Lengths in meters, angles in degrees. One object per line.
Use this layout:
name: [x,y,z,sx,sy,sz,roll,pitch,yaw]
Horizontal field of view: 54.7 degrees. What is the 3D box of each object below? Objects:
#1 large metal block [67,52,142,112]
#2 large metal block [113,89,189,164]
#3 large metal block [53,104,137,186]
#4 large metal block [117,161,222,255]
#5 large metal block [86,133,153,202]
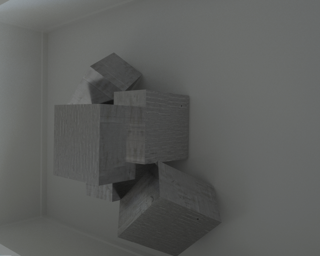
large metal block: [-0.077,-0.048,0.423,0.050,0.080,0.080,37,118,-5]
large metal block: [-0.009,-0.002,0.375,0.050,0.081,0.080,1,91,40]
large metal block: [-0.073,0.015,0.344,0.080,0.050,0.079,2,92,40]
large metal block: [0.009,0.094,0.352,0.080,0.080,0.050,-49,26,29]
large metal block: [-0.049,0.047,0.410,0.050,0.081,0.080,1,91,40]
